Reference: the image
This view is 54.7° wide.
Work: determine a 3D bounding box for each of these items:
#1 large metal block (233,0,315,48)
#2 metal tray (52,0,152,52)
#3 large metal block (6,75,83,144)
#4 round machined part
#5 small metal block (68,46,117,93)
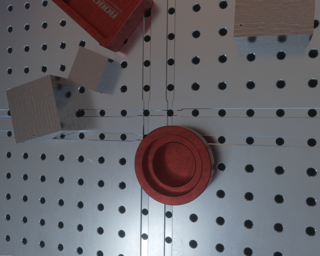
[{"bbox_3d":[0.130,-0.138,0.353,0.080,0.050,0.079,3,91,20],"label":"large metal block"},{"bbox_3d":[-0.086,-0.183,0.440,0.130,0.030,0.090,43,103,14],"label":"metal tray"},{"bbox_3d":[-0.171,-0.026,0.460,0.080,0.050,0.080,-15,85,19],"label":"large metal block"},{"bbox_3d":[0.021,0.046,0.396,0.098,0.042,0.097,0,90,20],"label":"round machined part"},{"bbox_3d":[-0.098,-0.084,0.447,0.050,0.025,0.050,26,99,18],"label":"small metal block"}]
